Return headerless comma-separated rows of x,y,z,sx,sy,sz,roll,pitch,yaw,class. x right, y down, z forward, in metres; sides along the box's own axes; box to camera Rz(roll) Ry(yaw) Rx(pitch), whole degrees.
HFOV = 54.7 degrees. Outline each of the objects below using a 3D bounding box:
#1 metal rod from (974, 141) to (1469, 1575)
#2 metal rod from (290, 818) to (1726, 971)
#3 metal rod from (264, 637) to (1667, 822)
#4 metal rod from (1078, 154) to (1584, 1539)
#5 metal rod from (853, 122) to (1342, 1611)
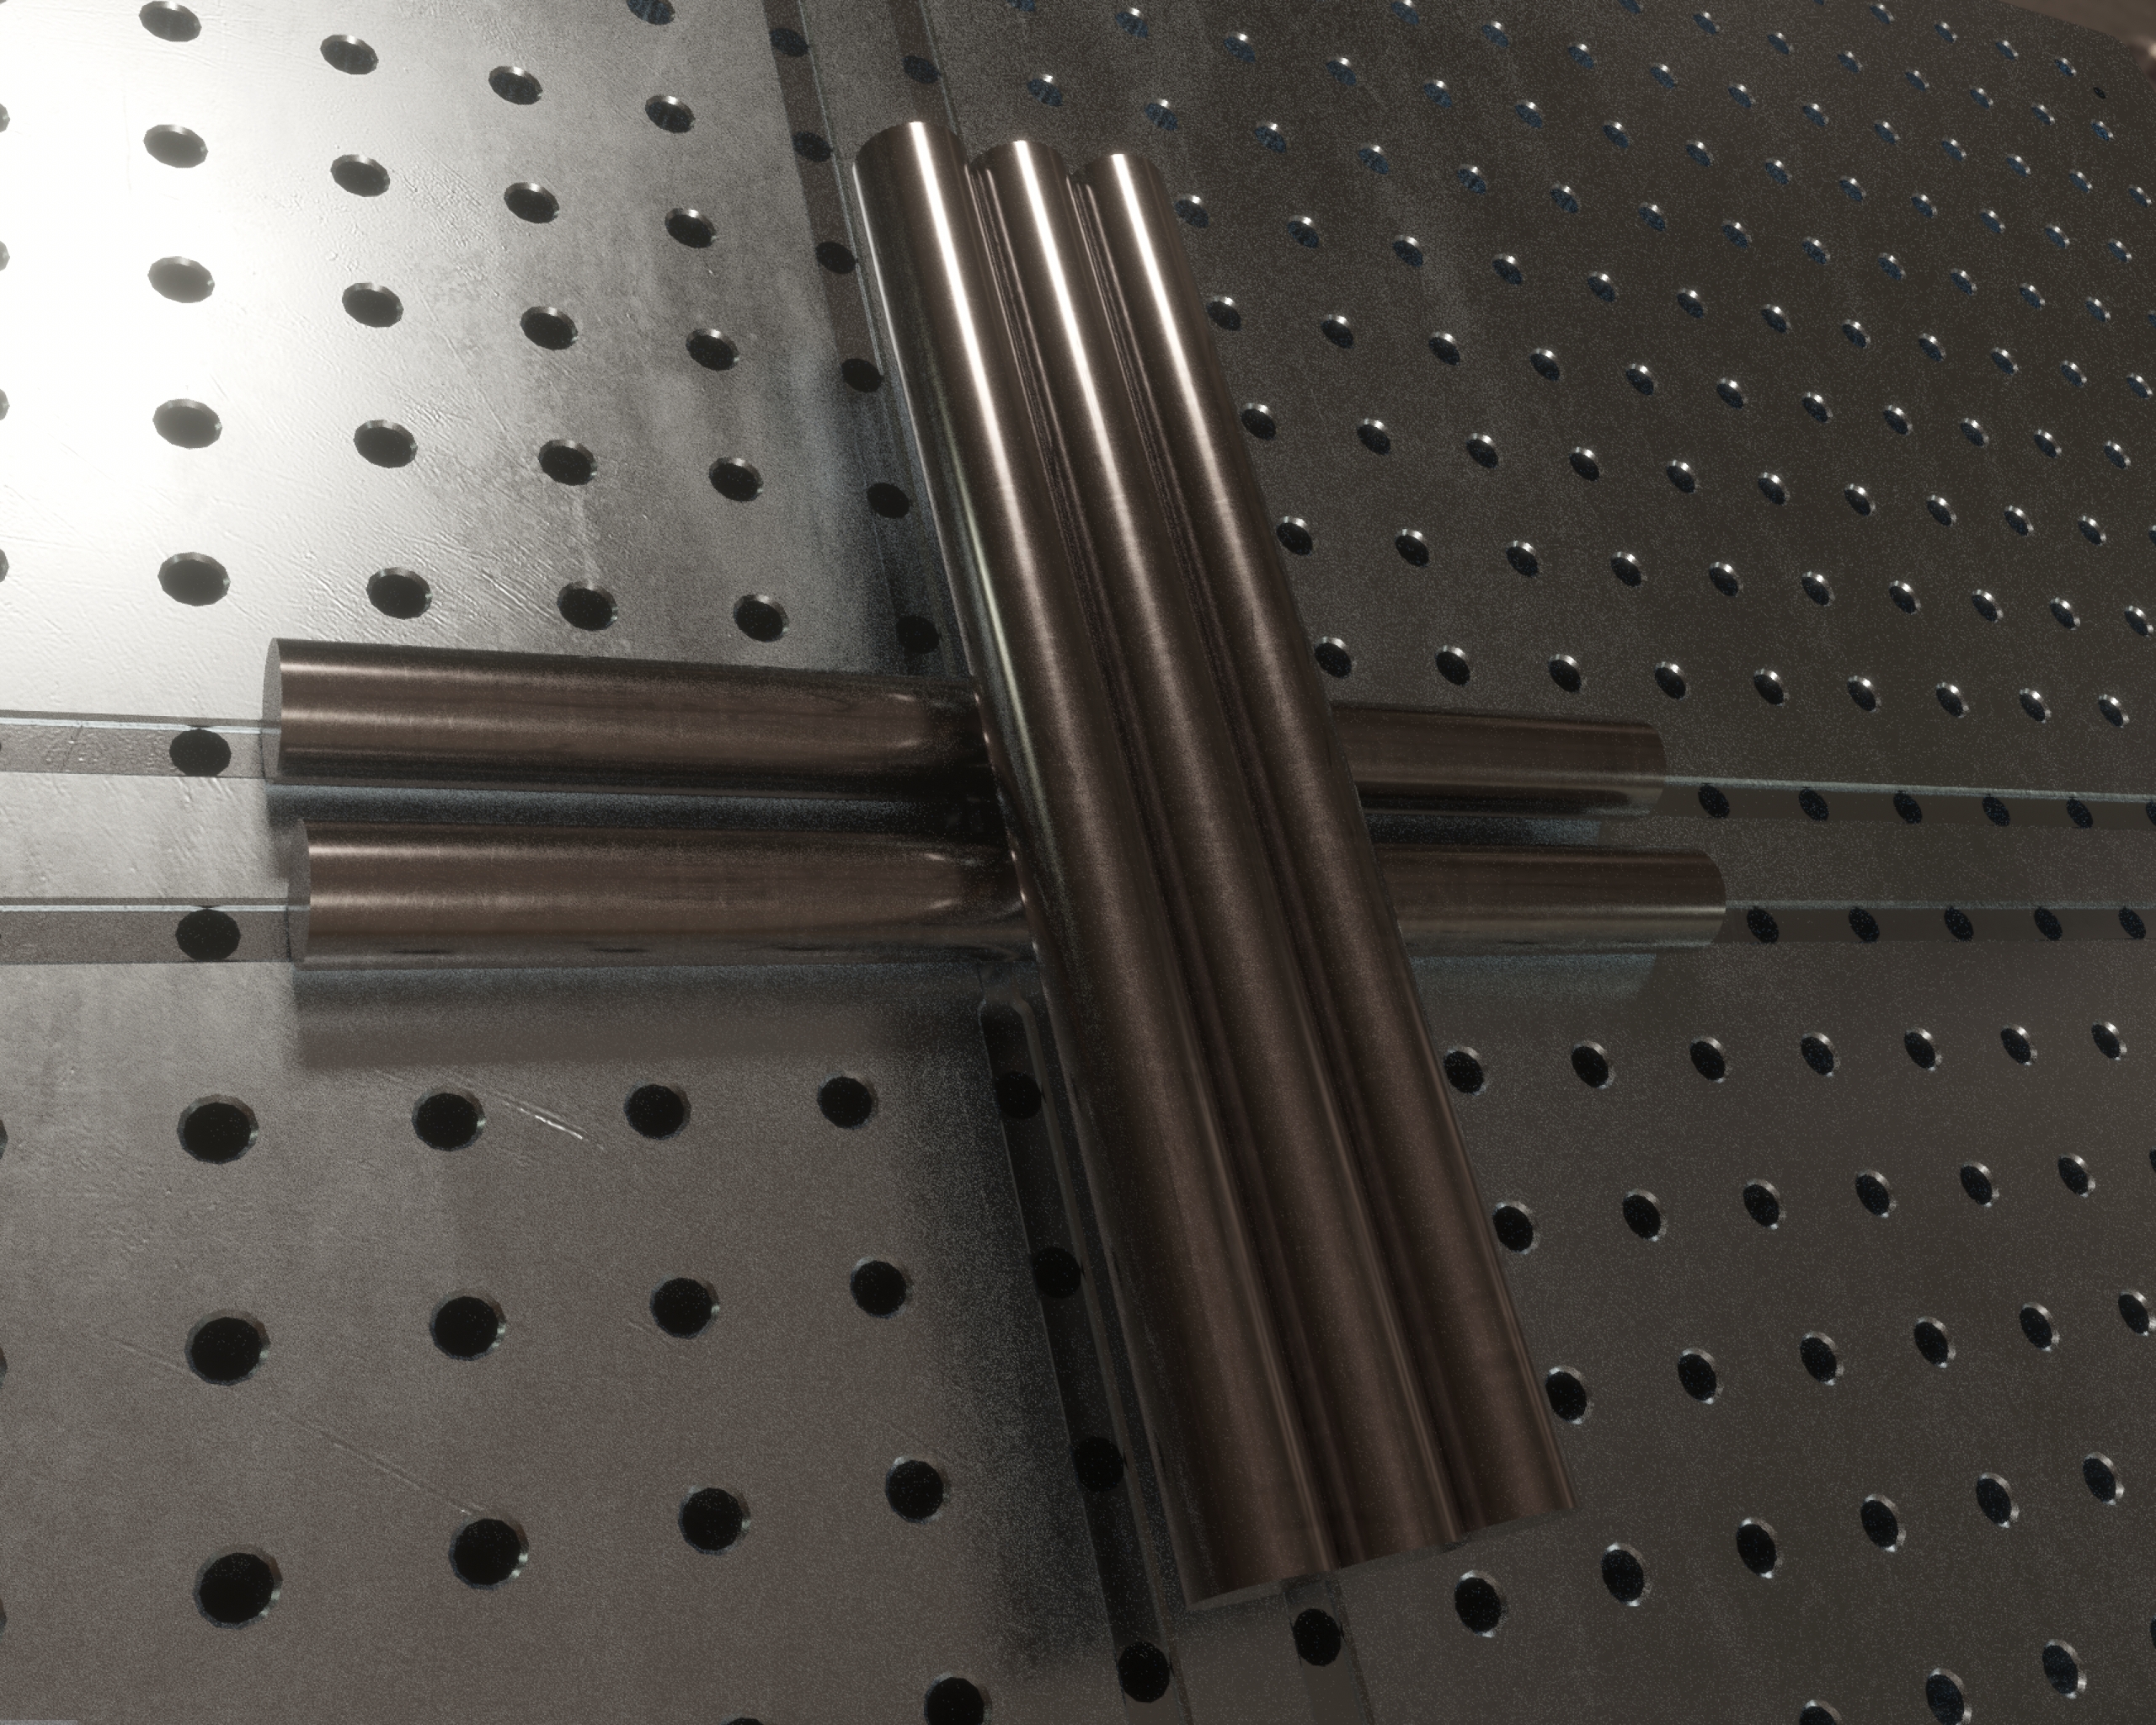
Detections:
0.018,-0.019,0.399,0.025,0.025,0.299,1,61,-28,metal rod
0.007,0.007,0.409,0.303,0.025,0.025,1,62,-28,metal rod
-0.003,-0.024,0.423,0.303,0.025,0.025,1,62,-28,metal rod
0.040,-0.020,0.412,0.025,0.025,0.299,1,61,-28,metal rod
-0.004,-0.019,0.387,0.025,0.025,0.299,1,61,-28,metal rod
